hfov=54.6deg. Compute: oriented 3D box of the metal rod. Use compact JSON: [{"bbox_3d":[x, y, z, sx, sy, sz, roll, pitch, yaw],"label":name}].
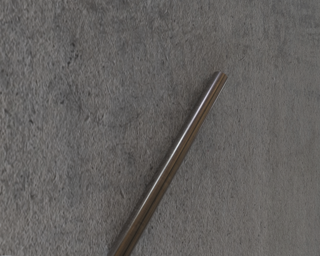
[{"bbox_3d":[0.021,0.038,0.421,0.025,0.025,0.300,47,62,-30],"label":"metal rod"}]
